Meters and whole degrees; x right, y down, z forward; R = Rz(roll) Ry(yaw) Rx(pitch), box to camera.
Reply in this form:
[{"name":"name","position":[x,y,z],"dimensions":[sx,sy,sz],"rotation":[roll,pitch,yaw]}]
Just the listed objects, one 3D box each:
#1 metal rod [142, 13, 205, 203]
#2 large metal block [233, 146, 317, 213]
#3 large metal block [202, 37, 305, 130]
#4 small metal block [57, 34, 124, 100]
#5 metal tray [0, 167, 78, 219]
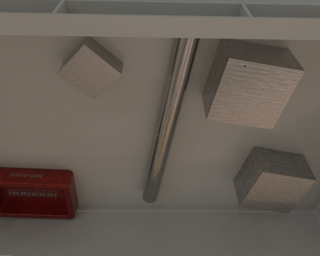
[{"name":"metal rod","position":[0.008,0.000,0.409],"dimensions":[0.025,0.025,0.298],"rotation":[7,130,-7]},{"name":"large metal block","position":[0.167,0.079,0.462],"dimensions":[0.081,0.050,0.079],"rotation":[10,129,-9]},{"name":"large metal block","position":[0.100,-0.049,0.352],"dimensions":[0.081,0.050,0.079],"rotation":[8,130,-7]},{"name":"small metal block","position":[-0.078,-0.067,0.351],"dimensions":[0.050,0.025,0.050],"rotation":[37,121,-28]},{"name":"metal tray","position":[-0.203,0.105,0.492],"dimensions":[0.131,0.030,0.089],"rotation":[3,130,-3]}]
